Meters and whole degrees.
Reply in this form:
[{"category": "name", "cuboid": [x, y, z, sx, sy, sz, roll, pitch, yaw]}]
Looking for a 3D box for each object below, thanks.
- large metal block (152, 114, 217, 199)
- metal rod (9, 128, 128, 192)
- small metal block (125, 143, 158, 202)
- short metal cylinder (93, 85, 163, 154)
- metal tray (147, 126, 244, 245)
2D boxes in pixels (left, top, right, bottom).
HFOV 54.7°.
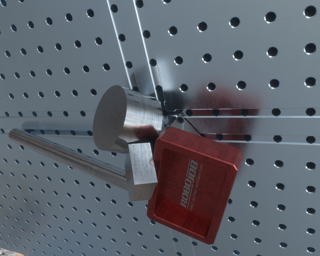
[{"category": "large metal block", "cuboid": [0.020, 0.042, 0.408, 0.080, 0.050, 0.080, 46, 129, -5]}, {"category": "metal rod", "cuboid": [-0.136, 0.045, 0.470, 0.300, 0.025, 0.025, 15, 125, 33]}, {"category": "small metal block", "cuboid": [-0.024, 0.052, 0.361, 0.025, 0.050, 0.050, -3, 147, -15]}, {"category": "short metal cylinder", "cuboid": [-0.042, -0.008, 0.383, 0.050, 0.080, 0.080, 15, 140, -36]}, {"category": "metal tray", "cuboid": [0.036, 0.070, 0.363, 0.090, 0.030, 0.129, 19, 126, 17]}]
